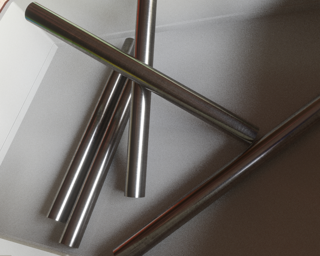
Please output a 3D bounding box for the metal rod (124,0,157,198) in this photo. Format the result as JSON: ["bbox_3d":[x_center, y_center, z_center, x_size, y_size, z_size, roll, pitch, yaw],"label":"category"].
[{"bbox_3d":[-0.022,-0.066,0.387,0.025,0.025,0.298,1,84,28],"label":"metal rod"}]

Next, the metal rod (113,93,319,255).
[{"bbox_3d":[0.075,0.051,0.334,0.300,0.025,0.025,-37,51,3],"label":"metal rod"}]

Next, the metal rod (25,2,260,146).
[{"bbox_3d":[-0.025,-0.065,0.361,0.301,0.025,0.025,30,77,5],"label":"metal rod"}]

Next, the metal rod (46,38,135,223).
[{"bbox_3d":[-0.092,-0.011,0.460,0.025,0.025,0.300,5,64,30],"label":"metal rod"}]

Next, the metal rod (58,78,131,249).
[{"bbox_3d":[-0.067,0.012,0.433,0.025,0.025,0.300,5,64,30],"label":"metal rod"}]
